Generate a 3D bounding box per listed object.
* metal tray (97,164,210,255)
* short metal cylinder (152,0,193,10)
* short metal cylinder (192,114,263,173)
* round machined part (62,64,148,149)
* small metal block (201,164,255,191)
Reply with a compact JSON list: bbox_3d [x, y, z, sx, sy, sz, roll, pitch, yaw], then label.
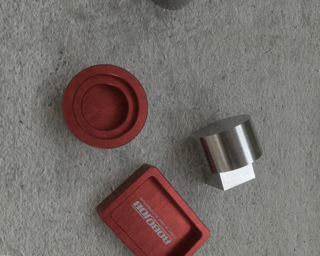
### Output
[{"bbox_3d":[-0.006,0.123,0.404,0.090,0.030,0.130,-42,104,-15],"label":"metal tray"},{"bbox_3d":[0.021,-0.203,0.404,0.081,0.050,0.080,0,90,-20],"label":"short metal cylinder"},{"bbox_3d":[0.089,0.020,0.413,0.081,0.080,0.050,-24,98,-18],"label":"short metal cylinder"},{"bbox_3d":[-0.067,-0.025,0.375,0.099,0.042,0.097,0,90,-20],"label":"round machined part"},{"bbox_3d":[0.094,0.062,0.431,0.050,0.050,0.025,-18,96,-19],"label":"small metal block"}]
